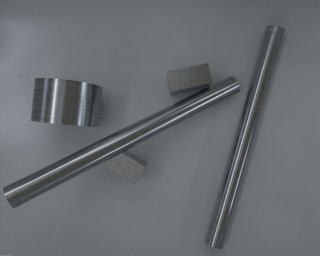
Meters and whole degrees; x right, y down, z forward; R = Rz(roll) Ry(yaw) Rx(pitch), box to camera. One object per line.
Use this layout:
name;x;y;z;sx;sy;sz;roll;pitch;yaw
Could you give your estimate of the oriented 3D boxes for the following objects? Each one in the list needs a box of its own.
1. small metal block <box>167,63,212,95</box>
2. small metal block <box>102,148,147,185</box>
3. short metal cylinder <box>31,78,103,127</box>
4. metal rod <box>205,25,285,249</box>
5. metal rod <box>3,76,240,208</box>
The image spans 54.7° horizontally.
small metal block;0.036;-0.062;0.399;0.050;0.050;0.025;-12;90;0
small metal block;-0.046;0.045;0.398;0.050;0.050;0.025;30;90;-1
short metal cylinder;-0.114;-0.030;0.382;0.081;0.080;0.050;5;90;-1
metal rod;0.113;0.012;0.412;0.025;0.025;0.298;16;90;-1
metal rod;-0.030;0.008;0.370;0.302;0.025;0.025;-27;90;-17
